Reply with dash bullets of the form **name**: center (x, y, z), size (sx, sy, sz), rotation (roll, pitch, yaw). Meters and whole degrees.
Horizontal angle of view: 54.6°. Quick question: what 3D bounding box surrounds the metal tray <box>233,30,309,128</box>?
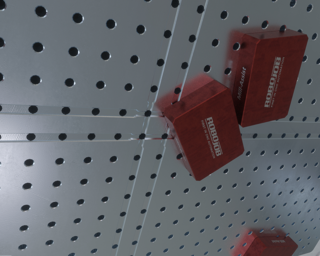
- **metal tray**: center (0.154, -0.070, 0.448), size (0.091, 0.030, 0.129), rotation (-12, 124, -22)

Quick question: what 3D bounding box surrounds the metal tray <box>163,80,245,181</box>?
- **metal tray**: center (0.068, 0.008, 0.449), size (0.090, 0.030, 0.130), rotation (-31, 129, -9)

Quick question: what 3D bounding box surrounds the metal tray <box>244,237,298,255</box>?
- **metal tray**: center (0.258, 0.302, 0.734), size (0.131, 0.030, 0.090), rotation (13, 112, -34)
